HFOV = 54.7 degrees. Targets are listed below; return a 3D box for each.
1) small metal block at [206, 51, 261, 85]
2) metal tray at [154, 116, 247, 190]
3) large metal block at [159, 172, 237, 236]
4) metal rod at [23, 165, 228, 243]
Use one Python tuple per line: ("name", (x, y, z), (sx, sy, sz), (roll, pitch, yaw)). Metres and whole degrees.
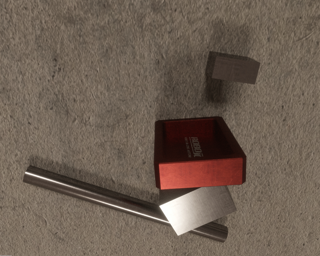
("small metal block", (0.085, -0.073, 0.371), (0.050, 0.050, 0.025), (8, 110, -4))
("metal tray", (0.040, 0.023, 0.363), (0.091, 0.130, 0.030), (-4, 110, 1))
("large metal block", (0.046, 0.083, 0.412), (0.080, 0.080, 0.050), (-26, 108, 9))
("metal rod", (-0.044, 0.113, 0.450), (0.302, 0.025, 0.025), (19, 109, -8))
